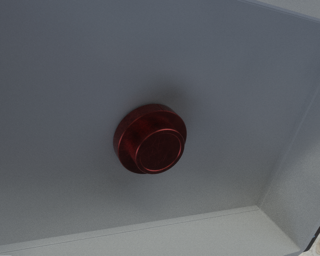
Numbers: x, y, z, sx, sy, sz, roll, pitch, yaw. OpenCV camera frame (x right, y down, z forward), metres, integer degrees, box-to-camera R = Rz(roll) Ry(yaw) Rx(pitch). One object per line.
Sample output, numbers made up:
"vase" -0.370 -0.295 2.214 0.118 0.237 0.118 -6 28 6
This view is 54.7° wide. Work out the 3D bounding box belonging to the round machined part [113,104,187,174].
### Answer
"round machined part" -0.007 0.021 0.404 0.099 0.042 0.097 -14 125 -21
